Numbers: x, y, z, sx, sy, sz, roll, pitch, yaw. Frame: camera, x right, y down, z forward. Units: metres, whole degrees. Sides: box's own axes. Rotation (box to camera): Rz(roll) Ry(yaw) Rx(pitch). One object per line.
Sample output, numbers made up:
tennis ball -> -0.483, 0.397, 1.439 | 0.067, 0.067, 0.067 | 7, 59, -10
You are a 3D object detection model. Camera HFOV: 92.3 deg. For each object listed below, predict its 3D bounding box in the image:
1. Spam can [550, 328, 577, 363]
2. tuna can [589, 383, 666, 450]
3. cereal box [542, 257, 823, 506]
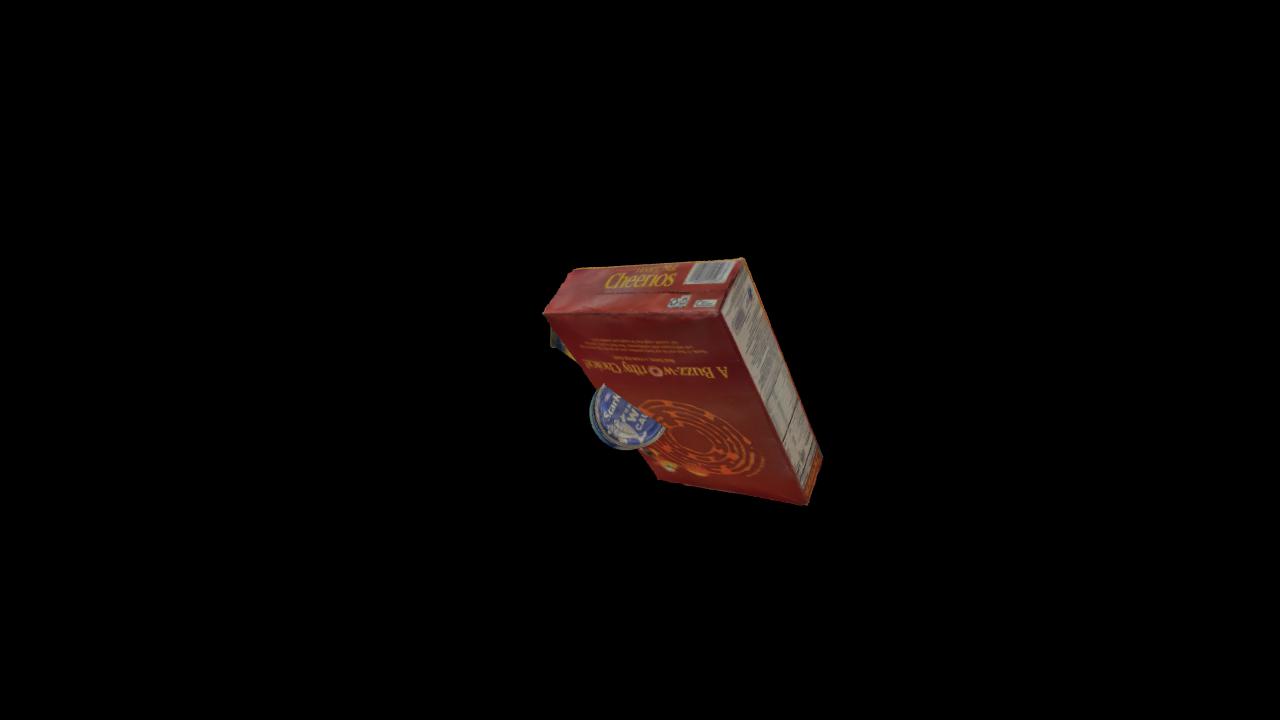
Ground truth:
Spam can -> -0.055, -0.026, 0.726 | 0.085, 0.058, 0.101 | 36, -23, 8
tuna can -> -0.012, 0.056, 0.670 | 0.084, 0.084, 0.034 | 0, -13, -18
cereal box -> 0.058, 0.033, 0.659 | 0.203, 0.081, 0.306 | 2, -40, 36
